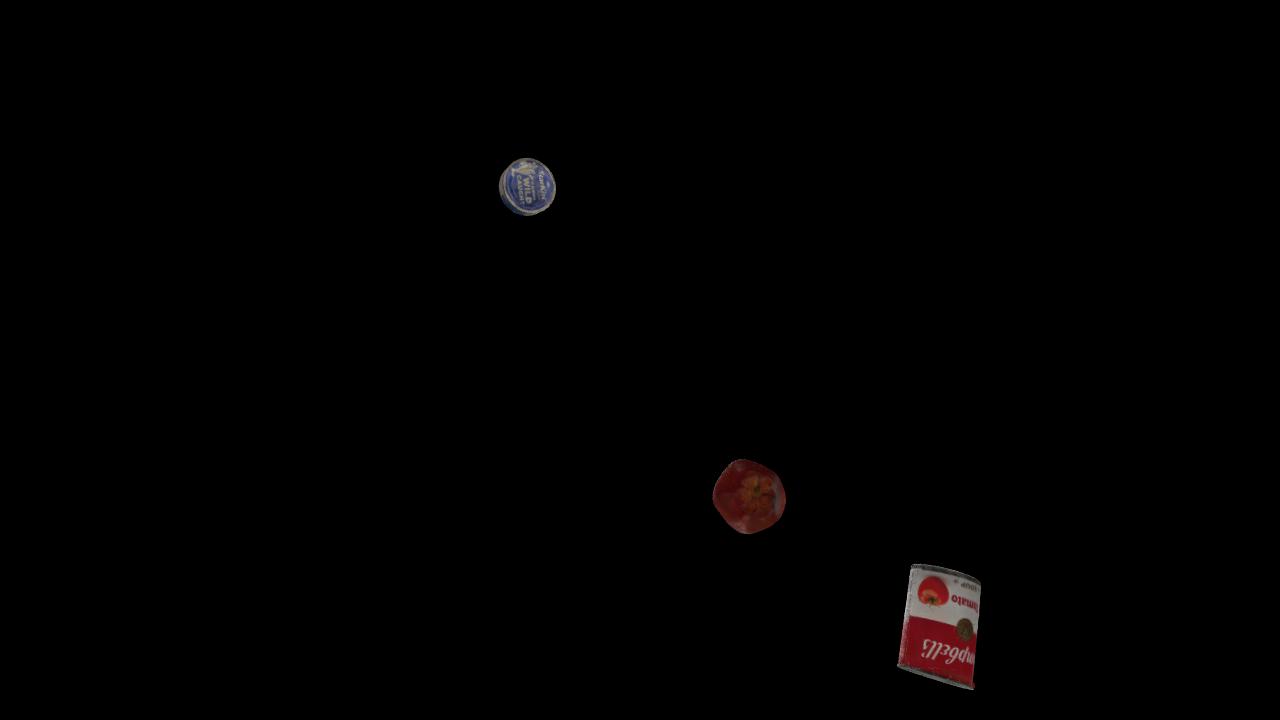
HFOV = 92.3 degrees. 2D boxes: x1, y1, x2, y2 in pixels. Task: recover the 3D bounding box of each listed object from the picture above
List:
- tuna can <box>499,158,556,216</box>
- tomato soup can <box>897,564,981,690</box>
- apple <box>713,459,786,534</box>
[{"bbox_3d":[-0.175,-0.268,0.958,0.084,0.084,0.034,0,3,-26],"label":"tuna can"},{"bbox_3d":[0.299,0.263,0.613,0.068,0.101,0.068,16,-22,7],"label":"tomato soup can"},{"bbox_3d":[0.118,0.146,0.663,0.079,0.079,0.093,0,-19,5],"label":"apple"}]
